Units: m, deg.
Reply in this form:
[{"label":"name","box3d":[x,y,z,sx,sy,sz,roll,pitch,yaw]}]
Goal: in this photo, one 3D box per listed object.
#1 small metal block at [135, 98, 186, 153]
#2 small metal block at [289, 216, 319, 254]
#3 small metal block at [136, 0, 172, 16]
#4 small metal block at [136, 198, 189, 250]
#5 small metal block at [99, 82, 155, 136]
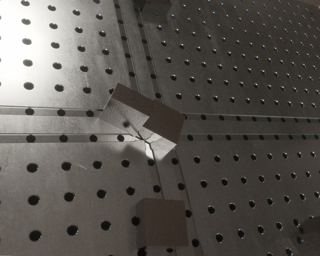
[{"label":"small metal block","box3d":[0.001,-0.003,0.413,0.050,0.025,0.050,29,52,-11]},{"label":"small metal block","box3d":[0.216,0.144,0.423,0.050,0.050,0.025,-24,75,-37]},{"label":"small metal block","box3d":[-0.013,-0.227,0.541,0.050,0.025,0.050,-6,65,-31]},{"label":"small metal block","box3d":[0.002,0.107,0.345,0.050,0.025,0.050,10,57,-23]},{"label":"small metal block","box3d":[-0.041,-0.022,0.385,0.050,0.050,0.025,27,52,-12]}]
